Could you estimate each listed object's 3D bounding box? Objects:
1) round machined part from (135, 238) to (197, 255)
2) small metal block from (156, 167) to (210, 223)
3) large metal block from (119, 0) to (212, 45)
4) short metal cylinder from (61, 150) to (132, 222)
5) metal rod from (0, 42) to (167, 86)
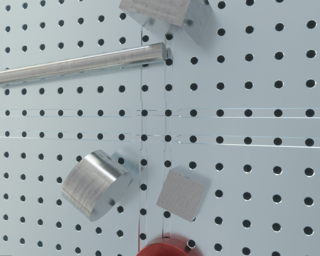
[{"bbox_3d":[0.006,0.198,0.401,0.098,0.042,0.097,0,90,19],"label":"round machined part"},{"bbox_3d":[0.030,0.085,0.402,0.050,0.025,0.050,23,97,18],"label":"small metal block"},{"bbox_3d":[0.010,-0.147,0.379,0.080,0.080,0.050,23,98,18],"label":"large metal block"},{"bbox_3d":[-0.082,0.076,0.411,0.050,0.080,0.080,35,101,16],"label":"short metal cylinder"},{"bbox_3d":[-0.137,-0.090,0.459,0.301,0.025,0.025,-5,89,19],"label":"metal rod"}]
